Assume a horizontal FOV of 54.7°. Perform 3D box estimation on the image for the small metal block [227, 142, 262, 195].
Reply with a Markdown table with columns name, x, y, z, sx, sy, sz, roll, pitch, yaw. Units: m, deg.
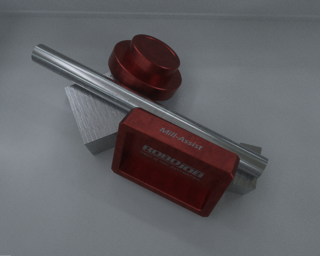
| name | x | y | z | sx | sy | sz | roll | pitch | yaw |
| --- | --- | --- | --- | --- | --- | --- | --- | --- | --- |
| small metal block | 0.100 | 0.051 | 0.377 | 0.025 | 0.050 | 0.050 | 14 | 71 | 5 |

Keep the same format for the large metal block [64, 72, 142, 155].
| name | x | y | z | sx | sy | sz | roll | pitch | yaw |
| --- | --- | --- | --- | --- | --- | --- | --- | --- | --- |
| large metal block | -0.066 | -0.022 | 0.402 | 0.080 | 0.050 | 0.080 | -21 | 72 | -8 |

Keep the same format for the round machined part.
| name | x | y | z | sx | sy | sz | roll | pitch | yaw |
| --- | --- | --- | --- | --- | --- | --- | --- | --- | --- |
| round machined part | -0.013 | -0.084 | 0.402 | 0.099 | 0.042 | 0.098 | 22 | 39 | -18 |

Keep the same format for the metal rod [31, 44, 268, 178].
| name | x | y | z | sx | sy | sz | roll | pitch | yaw |
| --- | --- | --- | --- | --- | --- | --- | --- | --- | --- |
| metal rod | -0.019 | -0.024 | 0.362 | 0.301 | 0.025 | 0.025 | 28 | 72 | 9 |

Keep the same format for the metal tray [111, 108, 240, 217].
| name | x | y | z | sx | sy | sz | roll | pitch | yaw |
| --- | --- | --- | --- | --- | --- | --- | --- | --- | --- |
| metal tray | 0.012 | 0.042 | 0.355 | 0.130 | 0.089 | 0.030 | 25 | 45 | 8 |
